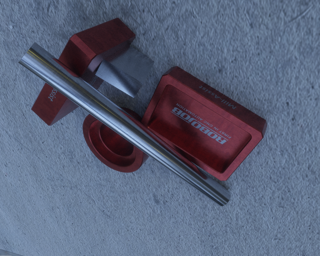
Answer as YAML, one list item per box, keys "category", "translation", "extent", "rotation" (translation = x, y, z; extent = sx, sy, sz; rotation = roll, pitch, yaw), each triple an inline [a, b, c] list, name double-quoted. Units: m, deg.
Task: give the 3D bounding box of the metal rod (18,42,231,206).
- category: "metal rod"
  translation: [-0.019, 0.013, 0.356]
  extent: [0.301, 0.025, 0.025]
  rotation: [38, 133, -27]

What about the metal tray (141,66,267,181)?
- category: "metal tray"
  translation: [0.048, -0.004, 0.376]
  extent: [0.130, 0.030, 0.089]
  rotation: [33, 129, 6]

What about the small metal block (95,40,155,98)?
- category: "small metal block"
  translation: [-0.039, -0.070, 0.362]
  extent: [0.050, 0.050, 0.025]
  rotation: [31, 132, -10]

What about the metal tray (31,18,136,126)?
- category: "metal tray"
  translation: [-0.092, -0.066, 0.371]
  extent: [0.030, 0.090, 0.129]
  rotation: [45, 129, -3]

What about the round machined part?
- category: "round machined part"
  translation: [-0.054, 0.010, 0.426]
  extent: [0.098, 0.042, 0.097]
  rotation: [18, 131, 23]
